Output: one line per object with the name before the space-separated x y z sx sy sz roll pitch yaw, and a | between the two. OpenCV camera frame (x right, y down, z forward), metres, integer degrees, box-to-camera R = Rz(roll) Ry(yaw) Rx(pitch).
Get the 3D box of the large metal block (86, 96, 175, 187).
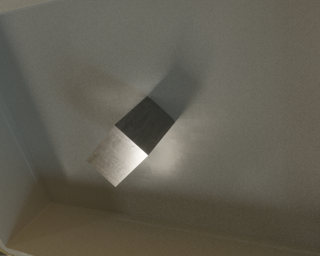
large metal block | -0.037 0.017 0.397 0.050 0.080 0.080 43 129 -2
